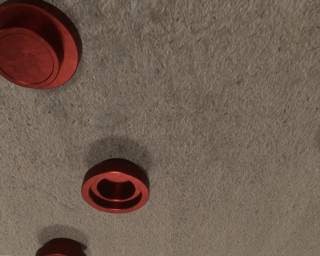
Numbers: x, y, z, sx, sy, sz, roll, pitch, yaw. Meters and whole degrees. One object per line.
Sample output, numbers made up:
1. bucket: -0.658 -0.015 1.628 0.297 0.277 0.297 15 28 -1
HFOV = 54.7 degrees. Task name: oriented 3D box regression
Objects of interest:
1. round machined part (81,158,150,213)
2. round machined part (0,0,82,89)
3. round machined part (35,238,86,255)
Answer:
1. round machined part: -0.065 0.083 0.466 0.099 0.042 0.097 -1 130 0
2. round machined part: -0.136 -0.081 0.325 0.099 0.042 0.097 -1 130 0
3. round machined part: -0.193 0.252 0.608 0.099 0.042 0.097 -1 130 0
